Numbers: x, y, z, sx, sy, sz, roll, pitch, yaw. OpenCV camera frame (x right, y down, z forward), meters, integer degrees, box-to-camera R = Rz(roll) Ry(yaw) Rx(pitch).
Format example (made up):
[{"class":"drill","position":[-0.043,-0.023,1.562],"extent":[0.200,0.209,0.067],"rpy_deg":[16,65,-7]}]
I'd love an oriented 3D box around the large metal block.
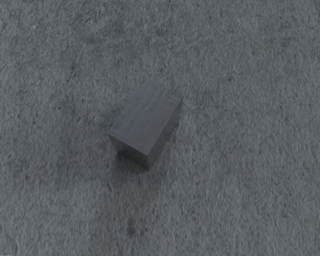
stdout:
[{"class":"large metal block","position":[-0.015,-0.002,0.380],"extent":[0.050,0.080,0.080],"rpy_deg":[28,73,10]}]
